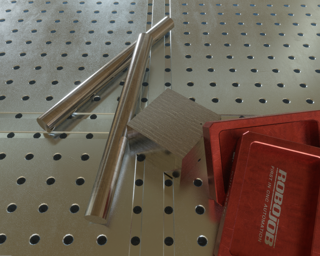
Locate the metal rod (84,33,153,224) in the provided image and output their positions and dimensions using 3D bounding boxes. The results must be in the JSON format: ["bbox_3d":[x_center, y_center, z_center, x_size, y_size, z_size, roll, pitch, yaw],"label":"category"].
[{"bbox_3d":[-0.046,-0.023,0.413,0.025,0.025,0.300,7,54,5],"label":"metal rod"}]

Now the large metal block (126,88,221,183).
[{"bbox_3d":[0.017,0.006,0.386,0.080,0.050,0.080,31,56,23],"label":"large metal block"}]

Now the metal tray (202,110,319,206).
[{"bbox_3d":[0.119,0.031,0.345,0.131,0.030,0.089,-7,93,-6],"label":"metal tray"}]

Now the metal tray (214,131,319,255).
[{"bbox_3d":[0.112,0.076,0.306,0.090,0.030,0.130,14,74,7],"label":"metal tray"}]

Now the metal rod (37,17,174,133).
[{"bbox_3d":[-0.069,-0.098,0.489,0.025,0.025,0.301,28,55,21],"label":"metal rod"}]
